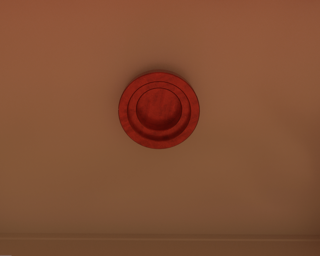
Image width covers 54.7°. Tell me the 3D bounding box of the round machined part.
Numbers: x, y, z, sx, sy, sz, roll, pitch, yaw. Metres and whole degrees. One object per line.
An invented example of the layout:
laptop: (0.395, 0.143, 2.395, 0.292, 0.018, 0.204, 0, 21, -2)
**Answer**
round machined part: (-0.001, -0.026, 0.393, 0.099, 0.042, 0.097, 0, 110, -1)
